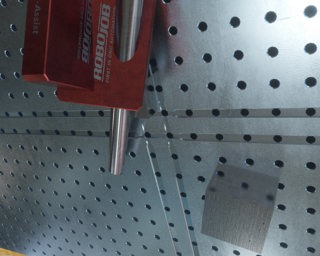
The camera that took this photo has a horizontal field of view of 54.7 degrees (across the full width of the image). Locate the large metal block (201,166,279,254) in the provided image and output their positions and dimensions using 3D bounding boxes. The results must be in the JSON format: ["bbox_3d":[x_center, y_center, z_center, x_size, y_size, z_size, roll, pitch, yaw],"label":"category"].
[{"bbox_3d":[0.103,0.106,0.406,0.080,0.050,0.079,14,124,20],"label":"large metal block"}]

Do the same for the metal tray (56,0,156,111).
[{"bbox_3d":[-0.056,-0.088,0.330,0.091,0.030,0.129,7,98,0],"label":"metal tray"}]

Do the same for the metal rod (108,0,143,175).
[{"bbox_3d":[-0.045,-0.040,0.365,0.025,0.025,0.298,25,138,12],"label":"metal rod"}]

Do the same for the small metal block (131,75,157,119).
[{"bbox_3d":[-0.035,-0.042,0.402,0.050,0.025,0.050,6,121,24],"label":"small metal block"}]

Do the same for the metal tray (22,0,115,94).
[{"bbox_3d":[-0.086,-0.104,0.312,0.030,0.090,0.129,4,89,28],"label":"metal tray"}]
